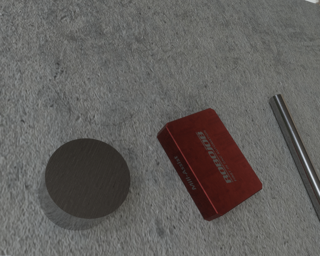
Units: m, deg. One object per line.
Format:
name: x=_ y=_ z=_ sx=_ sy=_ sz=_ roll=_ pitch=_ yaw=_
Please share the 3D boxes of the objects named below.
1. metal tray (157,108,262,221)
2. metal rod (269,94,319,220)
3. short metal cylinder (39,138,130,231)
metal tray: x=0.066 y=0.043 z=0.409 sx=0.091 sy=0.030 sz=0.130 roll=-20 pitch=72 yaw=-35
metal rod: x=0.236 y=0.079 z=0.482 sx=0.025 sy=0.025 sz=0.299 roll=1 pitch=61 yaw=-28
short metal cylinder: x=-0.076 y=0.057 z=0.312 sx=0.081 sy=0.050 sz=0.080 roll=14 pitch=56 yaw=-21
